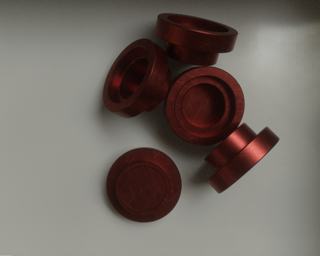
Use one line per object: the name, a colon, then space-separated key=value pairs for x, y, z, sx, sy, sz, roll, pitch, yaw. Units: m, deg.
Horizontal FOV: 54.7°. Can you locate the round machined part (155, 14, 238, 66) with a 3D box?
round machined part: x=0.042 y=-0.108 z=0.382 sx=0.099 sy=0.098 sz=0.042 roll=12 pitch=119 yaw=0

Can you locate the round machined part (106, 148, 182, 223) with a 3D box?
round machined part: x=-0.021 y=0.075 z=0.403 sx=0.099 sy=0.042 sz=0.097 roll=0 pitch=90 yaw=0

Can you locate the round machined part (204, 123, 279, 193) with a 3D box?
round machined part: x=0.093 y=0.031 z=0.377 sx=0.098 sy=0.098 sz=0.042 roll=-43 pitch=78 yaw=0

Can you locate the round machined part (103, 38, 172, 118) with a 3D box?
round machined part: x=-0.024 y=-0.057 z=0.384 sx=0.042 sy=0.098 sz=0.098 roll=26 pitch=90 yaw=-38

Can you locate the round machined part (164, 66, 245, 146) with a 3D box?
round machined part: x=0.054 y=-0.030 z=0.396 sx=0.099 sy=0.042 sz=0.097 roll=-1 pitch=102 yaw=-6
